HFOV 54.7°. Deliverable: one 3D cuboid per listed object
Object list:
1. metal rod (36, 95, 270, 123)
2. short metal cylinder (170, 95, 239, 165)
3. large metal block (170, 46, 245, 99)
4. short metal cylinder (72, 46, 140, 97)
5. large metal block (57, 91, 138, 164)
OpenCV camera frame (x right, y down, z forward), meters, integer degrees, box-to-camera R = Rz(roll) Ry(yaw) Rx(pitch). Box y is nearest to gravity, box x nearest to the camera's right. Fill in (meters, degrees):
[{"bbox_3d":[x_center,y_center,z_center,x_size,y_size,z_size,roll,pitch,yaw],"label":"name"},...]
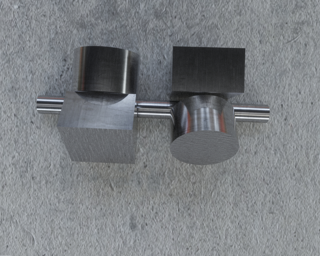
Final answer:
[{"bbox_3d":[-0.008,-0.025,0.413,0.302,0.025,0.025,2,90,-1],"label":"metal rod"},{"bbox_3d":[0.053,0.004,0.378,0.081,0.080,0.050,2,55,0],"label":"short metal cylinder"},{"bbox_3d":[0.054,-0.065,0.384,0.081,0.080,0.050,1,90,0],"label":"large metal block"},{"bbox_3d":[-0.066,-0.066,0.383,0.080,0.080,0.050,3,90,0],"label":"short metal cylinder"},{"bbox_3d":[-0.070,0.002,0.377,0.081,0.080,0.050,3,56,-1],"label":"large metal block"}]
